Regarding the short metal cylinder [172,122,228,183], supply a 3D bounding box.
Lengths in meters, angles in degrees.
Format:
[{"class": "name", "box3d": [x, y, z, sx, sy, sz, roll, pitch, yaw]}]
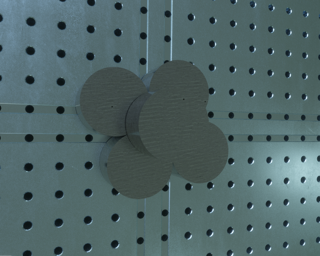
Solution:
[{"class": "short metal cylinder", "box3d": [0.044, 0.030, 0.416, 0.081, 0.050, 0.079, 0, 90, -21]}]

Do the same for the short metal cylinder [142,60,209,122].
[{"class": "short metal cylinder", "box3d": [0.016, -0.044, 0.406, 0.081, 0.050, 0.079, 0, 90, -21]}]

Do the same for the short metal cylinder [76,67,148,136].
[{"class": "short metal cylinder", "box3d": [-0.059, -0.030, 0.377, 0.081, 0.050, 0.079, 0, 90, -21]}]

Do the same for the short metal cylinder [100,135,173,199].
[{"class": "short metal cylinder", "box3d": [-0.031, 0.044, 0.388, 0.081, 0.050, 0.079, 0, 90, -21]}]

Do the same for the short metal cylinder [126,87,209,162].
[{"class": "short metal cylinder", "box3d": [0.007, -0.004, 0.348, 0.081, 0.050, 0.079, -1, 92, -21]}]
